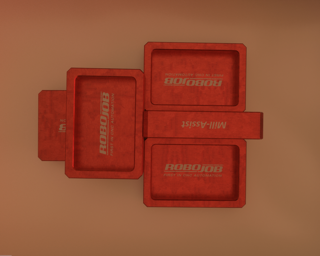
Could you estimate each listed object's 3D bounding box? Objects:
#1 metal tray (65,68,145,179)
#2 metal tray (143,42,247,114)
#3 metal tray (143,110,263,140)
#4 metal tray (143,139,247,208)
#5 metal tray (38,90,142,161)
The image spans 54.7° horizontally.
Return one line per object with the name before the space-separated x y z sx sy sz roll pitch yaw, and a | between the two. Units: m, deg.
metal tray | -0.065 -0.005 0.376 0.091 0.030 0.129 1 90 -1
metal tray | 0.045 -0.064 0.408 0.131 0.030 0.089 1 90 -1
metal tray | 0.047 -0.004 0.377 0.131 0.090 0.030 1 90 -1
metal tray | 0.045 0.056 0.408 0.131 0.030 0.089 1 90 -1
metal tray | -0.088 -0.003 0.405 0.131 0.030 0.089 0 90 -1
